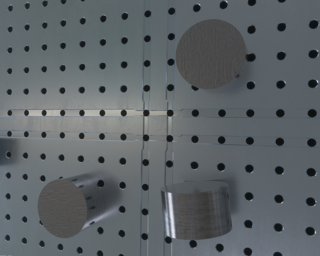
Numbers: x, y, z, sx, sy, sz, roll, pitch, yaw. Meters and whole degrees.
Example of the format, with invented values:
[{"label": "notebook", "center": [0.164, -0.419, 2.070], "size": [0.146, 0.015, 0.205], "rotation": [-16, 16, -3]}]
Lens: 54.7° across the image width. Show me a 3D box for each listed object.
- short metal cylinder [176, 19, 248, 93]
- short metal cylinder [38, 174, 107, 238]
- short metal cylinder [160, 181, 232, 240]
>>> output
[{"label": "short metal cylinder", "center": [0.065, -0.084, 0.376], "size": [0.080, 0.050, 0.079], "rotation": [0, 90, 20]}, {"label": "short metal cylinder", "center": [-0.125, 0.109, 0.443], "size": [0.080, 0.050, 0.079], "rotation": [0, 90, 20]}, {"label": "short metal cylinder", "center": [0.043, 0.094, 0.368], "size": [0.080, 0.080, 0.050], "rotation": [-6, 88, 20]}]
